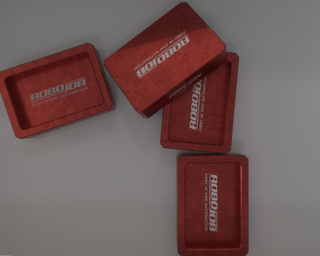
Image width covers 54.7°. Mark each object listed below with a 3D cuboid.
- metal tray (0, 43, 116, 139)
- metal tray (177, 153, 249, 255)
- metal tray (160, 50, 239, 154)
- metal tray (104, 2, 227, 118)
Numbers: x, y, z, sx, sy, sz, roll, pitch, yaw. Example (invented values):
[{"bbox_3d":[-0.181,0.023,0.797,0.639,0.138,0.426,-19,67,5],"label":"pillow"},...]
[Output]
[{"bbox_3d":[-0.134,-0.047,0.407,0.131,0.030,0.090,-18,90,0],"label":"metal tray"},{"bbox_3d":[0.068,0.099,0.409,0.091,0.030,0.129,0,90,0],"label":"metal tray"},{"bbox_3d":[0.051,-0.035,0.408,0.091,0.030,0.129,5,90,0],"label":"metal tray"},{"bbox_3d":[0.006,-0.085,0.390,0.130,0.030,0.090,-36,69,3],"label":"metal tray"}]
